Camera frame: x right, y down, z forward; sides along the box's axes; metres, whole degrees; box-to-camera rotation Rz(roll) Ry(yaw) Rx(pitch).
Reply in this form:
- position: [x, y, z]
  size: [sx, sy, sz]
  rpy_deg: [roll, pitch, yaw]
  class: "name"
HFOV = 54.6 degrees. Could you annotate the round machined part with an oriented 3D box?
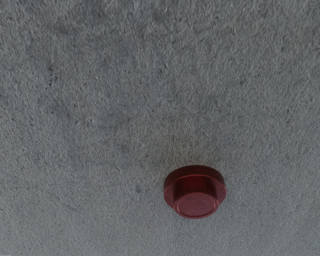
- position: [0.055, 0.107, 0.487]
  size: [0.099, 0.042, 0.097]
  rpy_deg: [0, 130, 0]
  class: "round machined part"
